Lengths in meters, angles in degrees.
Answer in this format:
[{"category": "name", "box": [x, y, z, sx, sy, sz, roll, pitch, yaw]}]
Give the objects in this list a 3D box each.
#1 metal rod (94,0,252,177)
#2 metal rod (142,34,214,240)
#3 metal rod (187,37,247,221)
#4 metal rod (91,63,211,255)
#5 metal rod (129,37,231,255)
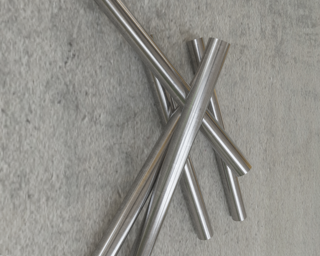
[{"category": "metal rod", "box": [0.011, -0.060, 0.365, 0.300, 0.025, 0.025, 50, 59, -11]}, {"category": "metal rod", "box": [0.024, 0.023, 0.427, 0.025, 0.025, 0.298, -29, 108, -37]}, {"category": "metal rod", "box": [0.092, 0.010, 0.484, 0.025, 0.025, 0.298, -27, 107, -37]}, {"category": "metal rod", "box": [-0.004, 0.042, 0.380, 0.025, 0.025, 0.300, 40, 73, -33]}, {"category": "metal rod", "box": [0.015, 0.045, 0.358, 0.025, 0.025, 0.298, 13, 101, -40]}]
